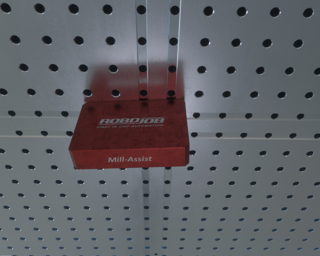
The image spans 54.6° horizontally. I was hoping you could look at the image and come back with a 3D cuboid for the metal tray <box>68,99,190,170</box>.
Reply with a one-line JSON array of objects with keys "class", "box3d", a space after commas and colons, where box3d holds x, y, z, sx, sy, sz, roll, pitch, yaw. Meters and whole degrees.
[{"class": "metal tray", "box3d": [-0.033, 0.005, 0.372, 0.131, 0.090, 0.030, -2, 130, 1]}]
